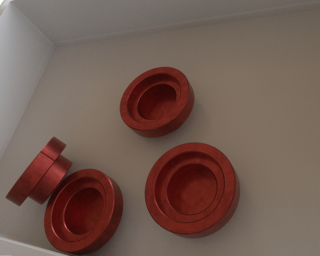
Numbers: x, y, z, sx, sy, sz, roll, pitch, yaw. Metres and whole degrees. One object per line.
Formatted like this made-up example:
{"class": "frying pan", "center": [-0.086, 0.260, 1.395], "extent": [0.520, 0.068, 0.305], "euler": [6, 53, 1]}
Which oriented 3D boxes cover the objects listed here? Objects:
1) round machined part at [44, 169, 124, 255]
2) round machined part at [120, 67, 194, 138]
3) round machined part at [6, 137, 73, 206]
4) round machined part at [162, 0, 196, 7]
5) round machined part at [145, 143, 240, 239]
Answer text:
{"class": "round machined part", "center": [-0.087, 0.102, 0.376], "extent": [0.098, 0.042, 0.098], "euler": [-13, 56, 20]}
{"class": "round machined part", "center": [-0.001, -0.030, 0.412], "extent": [0.098, 0.042, 0.098], "euler": [-13, 56, 20]}
{"class": "round machined part", "center": [-0.155, 0.063, 0.414], "extent": [0.098, 0.042, 0.098], "euler": [-49, 13, 16]}
{"class": "round machined part", "center": [0.038, -0.261, 0.536], "extent": [0.098, 0.042, 0.098], "euler": [-13, 56, 20]}
{"class": "round machined part", "center": [0.037, 0.068, 0.333], "extent": [0.098, 0.042, 0.098], "euler": [-13, 56, 20]}
